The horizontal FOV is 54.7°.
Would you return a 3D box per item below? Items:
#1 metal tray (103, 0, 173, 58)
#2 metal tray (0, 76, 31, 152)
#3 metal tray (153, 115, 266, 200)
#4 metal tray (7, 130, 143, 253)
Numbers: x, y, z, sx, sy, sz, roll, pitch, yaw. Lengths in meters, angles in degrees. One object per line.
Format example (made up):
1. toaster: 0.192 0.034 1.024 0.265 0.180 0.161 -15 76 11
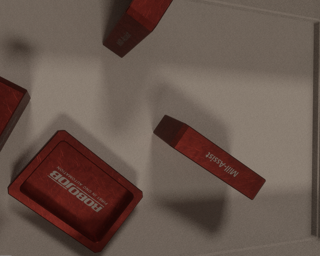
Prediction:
1. metal tray: -0.018 -0.136 0.349 0.030 0.130 0.090 34 79 -17
2. metal tray: -0.178 0.015 0.310 0.030 0.090 0.130 29 80 -18
3. metal tray: 0.060 0.035 0.397 0.130 0.090 0.030 34 90 -17
4. metal tray: -0.097 0.075 0.372 0.130 0.030 0.090 42 77 -16
